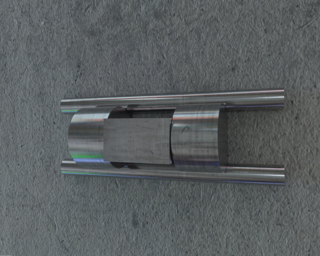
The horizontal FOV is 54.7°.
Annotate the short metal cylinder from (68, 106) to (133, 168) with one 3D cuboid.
[{"bbox_3d":[-0.075,0.012,0.407,0.050,0.080,0.080,-1,90,20],"label":"short metal cylinder"}]

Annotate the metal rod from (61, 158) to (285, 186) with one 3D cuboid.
[{"bbox_3d":[0.002,0.056,0.409,0.301,0.025,0.025,0,90,19],"label":"metal rod"}]

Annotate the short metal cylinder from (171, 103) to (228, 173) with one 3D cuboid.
[{"bbox_3d":[0.049,0.012,0.363,0.050,0.080,0.080,-1,90,20],"label":"short metal cylinder"}]

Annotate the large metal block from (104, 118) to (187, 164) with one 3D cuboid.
[{"bbox_3d":[-0.014,0.014,0.383,0.080,0.080,0.050,0,90,20],"label":"large metal block"}]

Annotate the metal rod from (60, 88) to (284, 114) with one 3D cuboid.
[{"bbox_3d":[0.002,-0.033,0.410,0.301,0.025,0.025,0,90,19],"label":"metal rod"}]
